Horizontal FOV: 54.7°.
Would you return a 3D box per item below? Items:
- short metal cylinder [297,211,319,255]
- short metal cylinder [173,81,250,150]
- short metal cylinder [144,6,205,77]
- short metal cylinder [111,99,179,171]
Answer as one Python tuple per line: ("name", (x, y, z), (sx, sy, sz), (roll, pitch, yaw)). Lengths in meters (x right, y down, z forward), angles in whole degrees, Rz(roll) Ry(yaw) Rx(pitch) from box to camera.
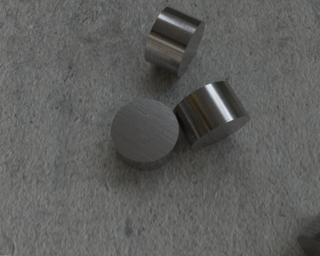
("short metal cylinder", (0.200, 0.129, 0.334), (0.050, 0.080, 0.080), (-42, 76, -14))
("short metal cylinder", (0.063, -0.014, 0.385), (0.080, 0.080, 0.050), (-24, 72, -9))
("short metal cylinder", (0.021, -0.117, 0.422), (0.050, 0.080, 0.080), (27, 72, 9))
("short metal cylinder", (-0.018, 0.010, 0.391), (0.081, 0.050, 0.080), (0, 70, 0))
